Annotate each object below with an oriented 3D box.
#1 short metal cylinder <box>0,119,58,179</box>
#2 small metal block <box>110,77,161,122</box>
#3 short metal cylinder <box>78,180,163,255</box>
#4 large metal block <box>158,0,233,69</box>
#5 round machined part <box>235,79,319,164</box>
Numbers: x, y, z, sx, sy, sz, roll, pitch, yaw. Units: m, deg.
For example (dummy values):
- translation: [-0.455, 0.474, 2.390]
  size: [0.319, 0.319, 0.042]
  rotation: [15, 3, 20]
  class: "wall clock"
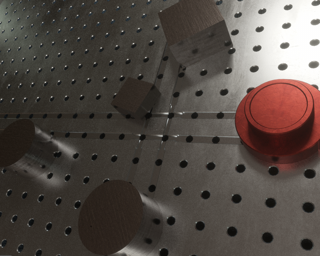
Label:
- translation: [-0.207, 0.032, 0.478]
  size: [0.080, 0.050, 0.080]
  rotation: [-13, 56, 20]
  class: "short metal cylinder"
- translation: [-0.035, -0.043, 0.451]
  size: [0.050, 0.025, 0.050]
  rotation: [21, 73, 35]
  class: "small metal block"
- translation: [-0.044, 0.105, 0.349]
  size: [0.080, 0.050, 0.080]
  rotation: [-13, 56, 21]
  class: "short metal cylinder"
- translation: [0.050, -0.146, 0.454]
  size: [0.080, 0.050, 0.080]
  rotation: [-24, 53, 13]
  class: "large metal block"
- translation: [0.131, -0.014, 0.337]
  size: [0.098, 0.042, 0.098]
  rotation: [-13, 56, 20]
  class: "round machined part"
